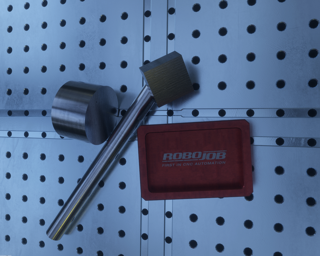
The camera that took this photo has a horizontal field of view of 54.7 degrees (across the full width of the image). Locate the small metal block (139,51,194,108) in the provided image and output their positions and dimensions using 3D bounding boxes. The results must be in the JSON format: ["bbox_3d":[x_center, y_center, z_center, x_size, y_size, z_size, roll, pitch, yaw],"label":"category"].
[{"bbox_3d":[0.009,-0.061,0.388,0.050,0.025,0.050,-26,120,-4],"label":"small metal block"}]

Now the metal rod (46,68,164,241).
[{"bbox_3d":[-0.076,0.041,0.439,0.025,0.025,0.299,39,102,16],"label":"metal rod"}]

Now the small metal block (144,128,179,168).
[{"bbox_3d":[0.003,0.025,0.412,0.050,0.025,0.050,6,92,20],"label":"small metal block"}]

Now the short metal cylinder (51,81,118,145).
[{"bbox_3d":[-0.099,-0.021,0.418,0.050,0.080,0.080,12,94,20],"label":"short metal cylinder"}]

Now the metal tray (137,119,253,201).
[{"bbox_3d":[0.041,0.038,0.375,0.131,0.030,0.089,-3,91,4],"label":"metal tray"}]
